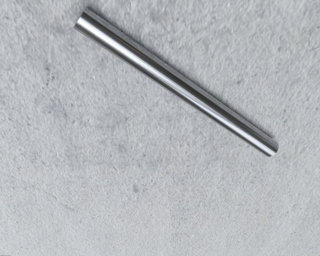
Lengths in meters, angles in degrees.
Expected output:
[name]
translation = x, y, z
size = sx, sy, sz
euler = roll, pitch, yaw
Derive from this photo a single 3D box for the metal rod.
[metal rod]
translation = 0.037, -0.041, 0.372
size = 0.301, 0.025, 0.025
euler = 31, 123, -24
